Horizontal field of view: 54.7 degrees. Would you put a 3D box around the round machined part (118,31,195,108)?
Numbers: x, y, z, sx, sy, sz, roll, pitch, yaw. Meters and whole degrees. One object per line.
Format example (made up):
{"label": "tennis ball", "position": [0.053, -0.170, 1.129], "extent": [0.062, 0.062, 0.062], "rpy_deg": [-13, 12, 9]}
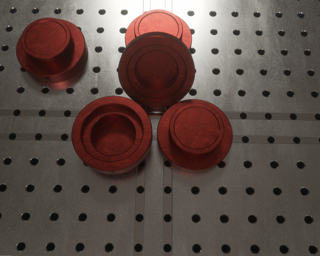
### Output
{"label": "round machined part", "position": [-0.004, -0.080, 0.413], "extent": [0.099, 0.097, 0.042], "rpy_deg": [0, 31, -1]}

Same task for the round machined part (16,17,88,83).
{"label": "round machined part", "position": [-0.157, -0.118, 0.444], "extent": [0.099, 0.042, 0.098], "rpy_deg": [0, 70, -1]}

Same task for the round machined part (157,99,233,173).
{"label": "round machined part", "position": [0.045, 0.006, 0.401], "extent": [0.099, 0.042, 0.098], "rpy_deg": [0, 70, -1]}

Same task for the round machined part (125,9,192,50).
{"label": "round machined part", "position": [-0.002, -0.132, 0.451], "extent": [0.099, 0.042, 0.098], "rpy_deg": [0, 70, -1]}

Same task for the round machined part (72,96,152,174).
{"label": "round machined part", "position": [-0.059, 0.011, 0.398], "extent": [0.099, 0.042, 0.098], "rpy_deg": [0, 70, -1]}
